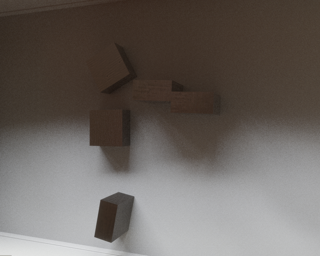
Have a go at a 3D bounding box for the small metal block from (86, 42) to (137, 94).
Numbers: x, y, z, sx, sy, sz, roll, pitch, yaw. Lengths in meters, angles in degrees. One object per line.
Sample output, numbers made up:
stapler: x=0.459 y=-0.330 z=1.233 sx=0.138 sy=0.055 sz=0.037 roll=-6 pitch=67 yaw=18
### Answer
small metal block: x=-0.068 y=-0.082 z=0.433 sx=0.050 sy=0.025 sz=0.050 roll=-29 pitch=81 yaw=17

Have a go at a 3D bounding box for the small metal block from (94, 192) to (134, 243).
small metal block: x=-0.060 y=0.119 z=0.417 sx=0.025 sy=0.050 sz=0.050 roll=11 pitch=94 yaw=19

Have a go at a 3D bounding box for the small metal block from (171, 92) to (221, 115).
small metal block: x=0.045 y=-0.030 z=0.381 sx=0.050 sy=0.050 sz=0.025 roll=3 pitch=91 yaw=19

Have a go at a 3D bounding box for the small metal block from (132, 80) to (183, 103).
small metal block: x=-0.002 y=-0.046 z=0.397 sx=0.050 sy=0.050 sz=0.025 roll=3 pitch=91 yaw=19

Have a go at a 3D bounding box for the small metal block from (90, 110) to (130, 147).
small metal block: x=-0.070 y=0.000 z=0.434 sx=0.050 sy=0.025 sz=0.050 roll=0 pitch=90 yaw=19
